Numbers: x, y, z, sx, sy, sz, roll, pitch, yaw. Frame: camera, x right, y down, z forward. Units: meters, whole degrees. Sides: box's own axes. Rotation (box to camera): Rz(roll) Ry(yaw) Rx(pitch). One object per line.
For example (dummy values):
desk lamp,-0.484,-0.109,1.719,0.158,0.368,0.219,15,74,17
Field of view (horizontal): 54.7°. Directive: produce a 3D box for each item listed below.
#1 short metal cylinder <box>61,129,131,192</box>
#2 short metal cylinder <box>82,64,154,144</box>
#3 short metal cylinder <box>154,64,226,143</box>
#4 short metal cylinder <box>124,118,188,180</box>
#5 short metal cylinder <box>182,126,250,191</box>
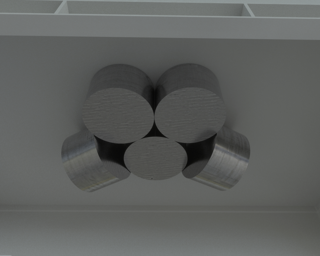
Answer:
short metal cylinder,-0.080,0.037,0.402,0.050,0.080,0.080,-24,126,19
short metal cylinder,-0.047,-0.028,0.367,0.081,0.050,0.079,0,130,0
short metal cylinder,0.034,-0.028,0.367,0.081,0.050,0.079,0,130,0
short metal cylinder,-0.005,0.024,0.411,0.081,0.050,0.079,0,130,0
short metal cylinder,0.070,0.035,0.401,0.050,0.080,0.080,24,126,-19
